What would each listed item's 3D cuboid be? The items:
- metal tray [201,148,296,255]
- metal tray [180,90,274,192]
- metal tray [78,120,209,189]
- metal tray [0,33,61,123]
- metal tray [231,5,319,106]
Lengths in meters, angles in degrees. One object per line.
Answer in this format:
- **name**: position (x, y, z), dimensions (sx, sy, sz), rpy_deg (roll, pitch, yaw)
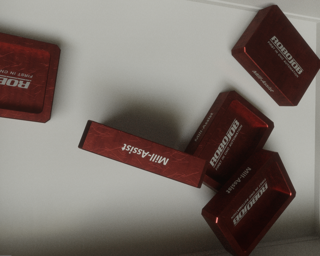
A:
- **metal tray**: position (0.126, 0.102, 0.425), dimensions (0.131, 0.030, 0.090), rpy_deg (-42, 117, -19)
- **metal tray**: position (0.096, 0.023, 0.443), dimensions (0.090, 0.030, 0.130), rpy_deg (35, 79, -17)
- **metal tray**: position (-0.020, 0.030, 0.353), dimensions (0.131, 0.090, 0.030), rpy_deg (19, 84, -5)
- **metal tray**: position (-0.183, -0.058, 0.340), dimensions (0.131, 0.030, 0.089), rpy_deg (8, 87, -20)
- **metal tray**: position (0.178, -0.105, 0.466), dimensions (0.130, 0.030, 0.090), rpy_deg (40, 78, -22)
